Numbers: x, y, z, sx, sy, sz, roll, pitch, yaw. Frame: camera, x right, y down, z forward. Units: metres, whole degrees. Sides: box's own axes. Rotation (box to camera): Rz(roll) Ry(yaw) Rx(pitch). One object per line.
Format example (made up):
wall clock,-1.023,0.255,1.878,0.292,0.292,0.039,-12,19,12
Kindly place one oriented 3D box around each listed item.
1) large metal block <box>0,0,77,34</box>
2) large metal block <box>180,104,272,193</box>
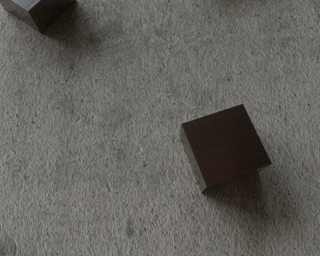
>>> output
large metal block,-0.190,-0.204,0.468,0.080,0.050,0.080,35,74,12
large metal block,0.077,0.026,0.386,0.080,0.050,0.080,-18,71,-7
